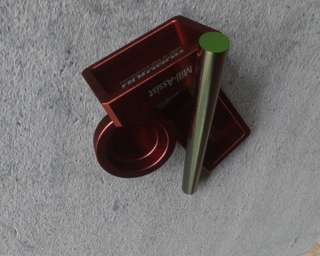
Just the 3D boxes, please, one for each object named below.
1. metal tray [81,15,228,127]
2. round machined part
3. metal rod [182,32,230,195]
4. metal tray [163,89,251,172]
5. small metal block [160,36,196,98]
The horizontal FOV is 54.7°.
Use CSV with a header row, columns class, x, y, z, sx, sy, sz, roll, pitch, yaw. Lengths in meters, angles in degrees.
class,x,y,z,sx,sy,sz,roll,pitch,yaw
metal tray,-0.009,-0.065,0.322,0.131,0.090,0.030,-33,129,-8
round machined part,-0.033,0.011,0.383,0.099,0.042,0.097,-11,125,-15
metal rod,0.046,0.013,0.374,0.025,0.025,0.299,-24,149,-14
metal tray,0.066,-0.003,0.441,0.090,0.030,0.130,-44,130,2
small metal block,0.029,-0.070,0.360,0.025,0.050,0.050,-35,144,-2
